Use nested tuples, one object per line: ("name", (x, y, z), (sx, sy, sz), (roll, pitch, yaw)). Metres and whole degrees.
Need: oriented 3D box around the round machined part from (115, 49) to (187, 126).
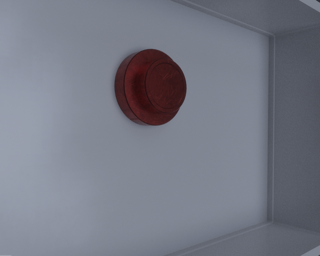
("round machined part", (-0.004, -0.052, 0.394), (0.099, 0.042, 0.097), (0, 90, -40))
